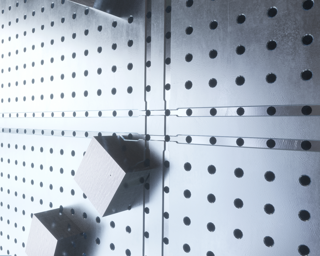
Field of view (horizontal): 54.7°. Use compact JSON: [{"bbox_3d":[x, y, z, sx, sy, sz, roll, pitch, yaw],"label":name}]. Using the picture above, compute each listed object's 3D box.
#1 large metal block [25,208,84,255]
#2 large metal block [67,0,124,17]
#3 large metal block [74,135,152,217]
[{"bbox_3d":[-0.187,0.201,0.544,0.080,0.050,0.079,27,107,36],"label":"large metal block"},{"bbox_3d":[-0.094,-0.222,0.468,0.080,0.050,0.079,30,108,35],"label":"large metal block"},{"bbox_3d":[-0.071,0.067,0.449,0.080,0.050,0.080,43,116,31],"label":"large metal block"}]
